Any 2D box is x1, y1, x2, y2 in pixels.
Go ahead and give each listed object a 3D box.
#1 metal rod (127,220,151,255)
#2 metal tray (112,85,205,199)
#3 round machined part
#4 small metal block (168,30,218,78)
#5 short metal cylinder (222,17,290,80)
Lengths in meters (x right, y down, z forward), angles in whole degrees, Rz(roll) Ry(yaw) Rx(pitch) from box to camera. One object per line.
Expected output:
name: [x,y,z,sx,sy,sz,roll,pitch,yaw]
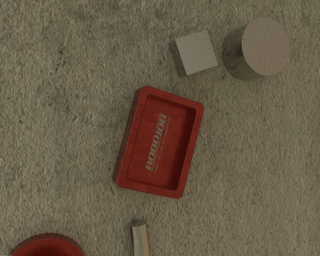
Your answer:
metal rod: [-0.012,0.270,0.405,0.025,0.025,0.298,-8,93,-20]
metal tray: [-0.001,0.019,0.406,0.091,0.030,0.129,16,85,-20]
round machined part: [-0.131,0.175,0.352,0.099,0.042,0.097,0,90,-20]
small metal block: [0.045,-0.101,0.426,0.050,0.025,0.050,-22,97,-19]
short metal cylinder: [0.137,-0.112,0.447,0.081,0.050,0.080,0,90,-20]
